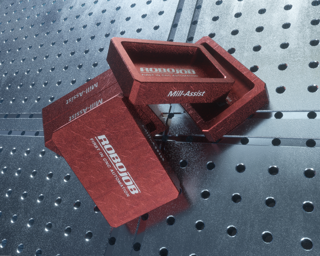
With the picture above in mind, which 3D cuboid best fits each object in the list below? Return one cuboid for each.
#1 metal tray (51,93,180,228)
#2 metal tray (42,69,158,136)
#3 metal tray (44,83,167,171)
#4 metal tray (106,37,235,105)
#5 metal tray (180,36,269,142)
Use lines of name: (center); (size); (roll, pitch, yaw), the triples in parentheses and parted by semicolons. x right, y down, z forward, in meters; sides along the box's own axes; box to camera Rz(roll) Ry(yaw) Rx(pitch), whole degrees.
metal tray: (-0.047, 0.038, 0.349); (0.090, 0.130, 0.030); (-29, 11, 10)
metal tray: (-0.078, -0.022, 0.418); (0.130, 0.090, 0.030); (-29, 52, 10)
metal tray: (-0.069, 0.000, 0.399); (0.130, 0.090, 0.030); (-29, 52, 10)
metal tray: (0.012, -0.069, 0.370); (0.131, 0.030, 0.090); (-4, 45, -29)
metal tray: (0.064, -0.055, 0.403); (0.090, 0.030, 0.130); (-37, 51, 3)
